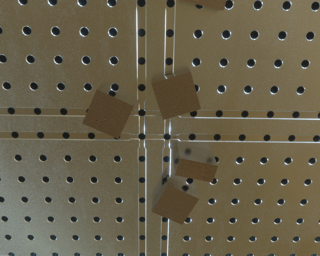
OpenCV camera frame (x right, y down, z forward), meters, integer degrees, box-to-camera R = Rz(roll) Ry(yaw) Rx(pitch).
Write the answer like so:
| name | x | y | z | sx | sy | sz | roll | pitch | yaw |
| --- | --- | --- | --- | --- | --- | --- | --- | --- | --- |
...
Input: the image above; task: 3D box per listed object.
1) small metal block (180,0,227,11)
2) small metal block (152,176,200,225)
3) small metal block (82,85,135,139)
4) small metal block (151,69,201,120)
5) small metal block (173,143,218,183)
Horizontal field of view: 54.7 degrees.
| name | x | y | z | sx | sy | sz | roll | pitch | yaw |
| --- | --- | --- | --- | --- | --- | --- | --- | --- | --- |
| small metal block | 0.053 | -0.166 | 0.353 | 0.050 | 0.025 | 0.050 | 11 | 110 | -5 |
| small metal block | 0.022 | 0.106 | 0.453 | 0.050 | 0.025 | 0.050 | 26 | 108 | -10 |
| small metal block | -0.066 | -0.021 | 0.405 | 0.050 | 0.025 | 0.050 | 24 | 108 | -9 |
| small metal block | 0.021 | -0.044 | 0.398 | 0.050 | 0.025 | 0.050 | -16 | 110 | 5 |
| small metal block | 0.046 | 0.046 | 0.418 | 0.050 | 0.050 | 0.025 | 12 | 110 | -5 |
